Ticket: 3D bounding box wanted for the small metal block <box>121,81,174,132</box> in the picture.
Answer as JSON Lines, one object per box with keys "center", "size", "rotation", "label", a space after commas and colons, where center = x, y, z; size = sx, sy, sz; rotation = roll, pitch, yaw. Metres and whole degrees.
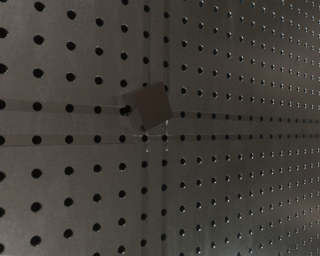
{"center": [-0.015, -0.028, 0.398], "size": [0.050, 0.025, 0.050], "rotation": [-28, 108, -37], "label": "small metal block"}
